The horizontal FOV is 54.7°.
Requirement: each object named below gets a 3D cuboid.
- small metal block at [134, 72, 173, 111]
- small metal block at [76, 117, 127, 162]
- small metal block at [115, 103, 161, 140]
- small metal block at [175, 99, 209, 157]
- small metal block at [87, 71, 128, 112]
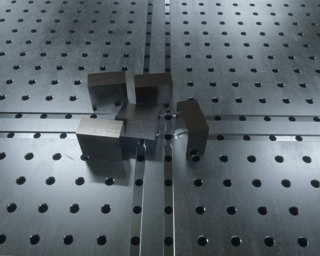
[{"bbox_3d":[-0.009,-0.049,0.432,0.050,0.050,0.025,-5,50,-4],"label":"small metal block"},{"bbox_3d":[-0.070,0.015,0.378,0.050,0.050,0.025,5,51,4],"label":"small metal block"},{"bbox_3d":[-0.028,-0.010,0.404,0.050,0.025,0.050,7,26,5],"label":"small metal block"},{"bbox_3d":[0.039,0.000,0.392,0.025,0.050,0.050,-10,51,-9],"label":"small metal block"},{"bbox_3d":[-0.071,-0.051,0.433,0.050,0.050,0.025,-6,51,-5],"label":"small metal block"}]
